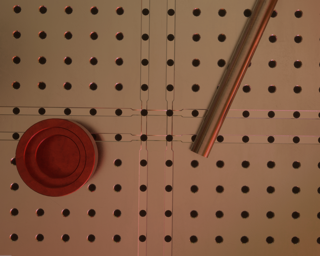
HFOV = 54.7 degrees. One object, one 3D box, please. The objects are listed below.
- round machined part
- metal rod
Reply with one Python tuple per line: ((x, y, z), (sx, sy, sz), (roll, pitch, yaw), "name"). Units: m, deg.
((-0.130, 0.036, 0.404), (0.099, 0.042, 0.097), (0, 90, 0), "round machined part")
((0.113, -0.102, 0.414), (0.025, 0.025, 0.299), (24, 90, 0), "metal rod")
